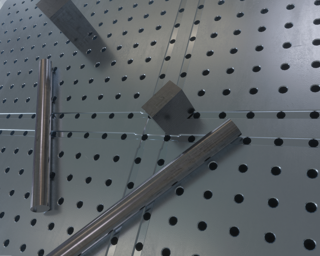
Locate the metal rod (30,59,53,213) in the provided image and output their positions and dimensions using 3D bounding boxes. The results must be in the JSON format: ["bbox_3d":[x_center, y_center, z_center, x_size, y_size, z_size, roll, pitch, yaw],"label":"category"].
[{"bbox_3d":[-0.193,-0.007,0.514,0.025,0.025,0.299,-24,53,14],"label":"metal rod"}]

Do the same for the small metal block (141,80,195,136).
[{"bbox_3d":[0.012,-0.025,0.401,0.050,0.050,0.025,-44,51,-2],"label":"small metal block"}]

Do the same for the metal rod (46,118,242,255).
[{"bbox_3d":[-0.031,0.089,0.370,0.300,0.025,0.025,-37,51,3],"label":"metal rod"}]

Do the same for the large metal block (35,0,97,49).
[{"bbox_3d":[-0.181,-0.212,0.598,0.050,0.080,0.080,-44,51,-2],"label":"large metal block"}]
